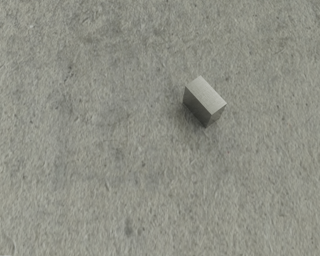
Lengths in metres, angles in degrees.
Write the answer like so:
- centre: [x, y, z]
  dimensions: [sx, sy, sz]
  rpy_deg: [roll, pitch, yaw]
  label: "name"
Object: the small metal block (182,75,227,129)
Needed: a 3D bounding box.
- centre: [0.057, -0.033, 0.408]
  dimensions: [0.025, 0.050, 0.050]
  rpy_deg: [-36, 74, -12]
  label: "small metal block"
